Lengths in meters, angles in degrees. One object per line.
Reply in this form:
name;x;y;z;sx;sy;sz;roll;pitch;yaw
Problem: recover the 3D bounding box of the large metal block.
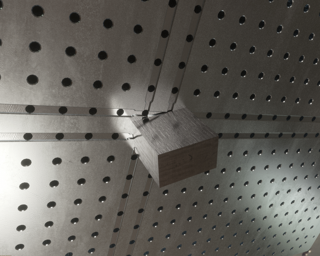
large metal block;0.018;0.021;0.400;0.081;0.080;0.050;-16;125;-20
